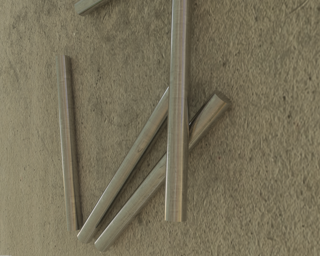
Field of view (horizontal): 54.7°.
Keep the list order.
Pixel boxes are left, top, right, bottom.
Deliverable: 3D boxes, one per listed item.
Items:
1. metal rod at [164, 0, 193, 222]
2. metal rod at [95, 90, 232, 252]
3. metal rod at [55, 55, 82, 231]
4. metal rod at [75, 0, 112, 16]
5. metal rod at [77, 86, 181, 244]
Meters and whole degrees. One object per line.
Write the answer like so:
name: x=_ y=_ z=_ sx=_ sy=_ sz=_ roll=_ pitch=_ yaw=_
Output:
metal rod: x=0.023 y=-0.047 z=0.361 sx=0.025 sy=0.025 sz=0.298 roll=-5 pitch=80 yaw=40
metal rod: x=-0.009 y=0.073 z=0.412 sx=0.025 sy=0.025 sz=0.298 roll=52 pitch=120 yaw=27
metal rod: x=-0.158 y=0.023 z=0.535 sx=0.025 sy=0.025 sz=0.298 roll=-9 pitch=84 yaw=40
metal rod: x=-0.016 y=-0.216 z=0.418 sx=0.300 sy=0.025 sz=0.025 roll=-9 pitch=84 yaw=39
metal rod: x=-0.050 y=0.064 z=0.446 sx=0.025 sy=0.025 sz=0.298 roll=47 pitch=118 yaw=29
